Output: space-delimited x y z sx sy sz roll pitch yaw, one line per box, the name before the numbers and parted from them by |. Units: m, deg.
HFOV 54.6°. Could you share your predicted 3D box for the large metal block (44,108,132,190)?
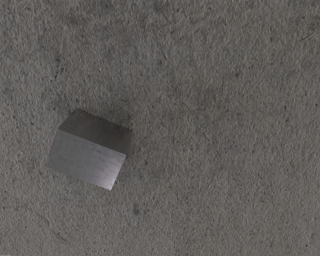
large metal block | -0.085 0.023 0.388 0.080 0.080 0.050 22 109 -8
